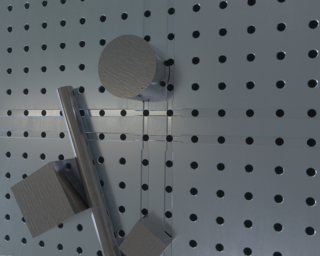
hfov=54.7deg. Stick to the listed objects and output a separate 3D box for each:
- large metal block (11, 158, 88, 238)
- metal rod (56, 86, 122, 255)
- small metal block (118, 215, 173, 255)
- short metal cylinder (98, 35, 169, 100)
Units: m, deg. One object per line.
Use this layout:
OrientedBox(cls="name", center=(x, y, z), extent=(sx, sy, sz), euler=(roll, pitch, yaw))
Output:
OrientedBox(cls="large metal block", center=(-0.157, 0.101, 0.454), extent=(0.080, 0.050, 0.080), euler=(-32, 80, 17))
OrientedBox(cls="metal rod", center=(-0.098, 0.083, 0.446), extent=(0.025, 0.025, 0.299), euler=(-20, 84, 19))
OrientedBox(cls="small metal block", center=(-0.019, 0.157, 0.419), extent=(0.050, 0.025, 0.050), euler=(38, 102, 16))
OrientedBox(cls="short metal cylinder", center=(-0.034, -0.077, 0.411), extent=(0.080, 0.050, 0.079), euler=(0, 90, 20))
